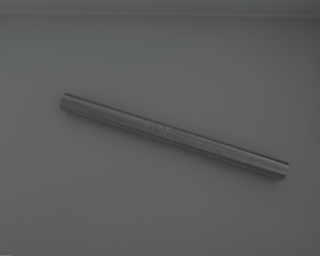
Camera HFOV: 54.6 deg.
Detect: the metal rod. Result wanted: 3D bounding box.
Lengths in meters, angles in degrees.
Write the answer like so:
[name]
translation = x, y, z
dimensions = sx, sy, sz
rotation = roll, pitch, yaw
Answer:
[metal rod]
translation = 0.014, 0.009, 0.405
dimensions = 0.301, 0.025, 0.025
rotation = 18, 71, 6
